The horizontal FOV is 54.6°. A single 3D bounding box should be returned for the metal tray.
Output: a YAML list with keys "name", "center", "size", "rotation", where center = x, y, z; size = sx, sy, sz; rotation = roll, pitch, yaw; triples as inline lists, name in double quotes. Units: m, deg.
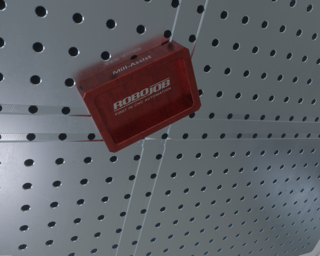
- name: "metal tray"
  center: [-0.020, -0.037, 0.373]
  size: [0.131, 0.030, 0.090]
  rotation: [-27, 128, -11]
